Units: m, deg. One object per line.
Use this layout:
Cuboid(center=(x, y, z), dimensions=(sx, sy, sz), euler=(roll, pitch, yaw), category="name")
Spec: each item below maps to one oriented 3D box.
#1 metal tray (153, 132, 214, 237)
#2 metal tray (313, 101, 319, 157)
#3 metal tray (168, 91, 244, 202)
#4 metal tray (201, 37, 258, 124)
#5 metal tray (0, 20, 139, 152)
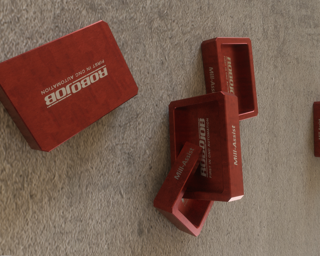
Cuboid(center=(0.051, 0.072, 0.430), dimensions=(0.130, 0.030, 0.090), euler=(-59, 137, -23), category="metal tray")
Cuboid(center=(0.401, 0.001, 0.737), dimensions=(0.091, 0.030, 0.129), euler=(-4, 93, -40), category="metal tray")
Cuboid(center=(0.056, 0.025, 0.398), dimensions=(0.030, 0.090, 0.129), euler=(4, 81, -46), category="metal tray")
Cuboid(center=(0.114, -0.076, 0.495), dimensions=(0.091, 0.030, 0.129), euler=(-13, 99, -39), category="metal tray")
Cuboid(center=(-0.093, -0.046, 0.323), dimensions=(0.131, 0.030, 0.090), euler=(-38, 114, -33), category="metal tray")
